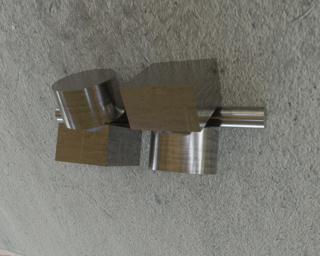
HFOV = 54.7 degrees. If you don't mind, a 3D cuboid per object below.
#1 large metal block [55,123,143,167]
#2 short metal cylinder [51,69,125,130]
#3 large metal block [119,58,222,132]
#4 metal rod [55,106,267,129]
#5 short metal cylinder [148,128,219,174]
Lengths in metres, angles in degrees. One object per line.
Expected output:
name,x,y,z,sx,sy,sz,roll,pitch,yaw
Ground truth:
large metal block,-0.081,0.023,0.422,0.080,0.080,0.050,2,86,26
short metal cylinder,-0.090,-0.039,0.396,0.080,0.080,0.050,4,120,26
large metal block,0.016,-0.038,0.340,0.080,0.080,0.050,2,119,27
metal rod,-0.018,-0.017,0.409,0.300,0.025,0.025,2,120,27
short metal cylinder,0.028,0.026,0.366,0.080,0.080,0.050,2,85,27
